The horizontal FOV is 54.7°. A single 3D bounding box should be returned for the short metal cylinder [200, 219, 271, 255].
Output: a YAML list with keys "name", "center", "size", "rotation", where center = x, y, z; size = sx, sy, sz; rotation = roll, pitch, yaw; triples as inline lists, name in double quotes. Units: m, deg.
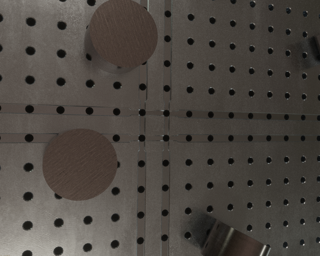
- name: "short metal cylinder"
  center: [0.102, 0.167, 0.423]
  size: [0.080, 0.080, 0.050]
  rotation: [31, 80, -18]

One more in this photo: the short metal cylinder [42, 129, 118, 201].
- name: "short metal cylinder"
  center: [-0.095, 0.040, 0.365]
  size: [0.081, 0.050, 0.079]
  rotation: [0, 90, -21]

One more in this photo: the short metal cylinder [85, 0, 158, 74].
- name: "short metal cylinder"
  center: [-0.049, -0.110, 0.382]
  size: [0.081, 0.050, 0.079]
  rotation: [0, 90, -20]

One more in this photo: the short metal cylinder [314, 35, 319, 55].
- name: "short metal cylinder"
  center: [0.297, -0.139, 0.495]
  size: [0.081, 0.080, 0.050]
  rotation: [-25, 99, -19]
